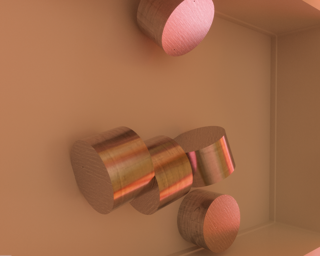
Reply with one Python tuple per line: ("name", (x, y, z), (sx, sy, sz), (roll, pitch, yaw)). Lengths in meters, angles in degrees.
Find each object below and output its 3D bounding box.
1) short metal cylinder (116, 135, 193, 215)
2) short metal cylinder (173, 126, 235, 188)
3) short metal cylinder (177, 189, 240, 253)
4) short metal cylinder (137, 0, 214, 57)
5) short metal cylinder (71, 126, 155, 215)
("short metal cylinder", (-0.008, 0.054, 0.364), (0.050, 0.080, 0.080), (-20, 103, -38))
("short metal cylinder", (0.055, 0.037, 0.417), (0.081, 0.080, 0.050), (-32, 110, -35))
("short metal cylinder", (0.071, 0.133, 0.450), (0.081, 0.050, 0.080), (0, 90, -40))
("short metal cylinder", (0.019, -0.136, 0.380), (0.080, 0.050, 0.080), (-31, 150, -20))
("short metal cylinder", (-0.051, 0.043, 0.328), (0.050, 0.080, 0.080), (-21, 103, -38))
